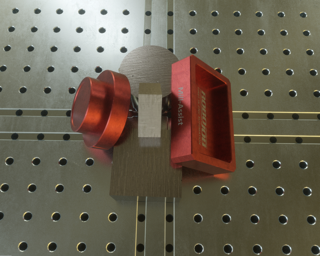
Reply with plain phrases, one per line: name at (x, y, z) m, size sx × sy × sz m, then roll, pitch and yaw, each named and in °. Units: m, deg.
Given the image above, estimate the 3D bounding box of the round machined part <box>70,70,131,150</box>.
round machined part at (-0.077, -0.024, 0.377) m, size 0.042 × 0.098 × 0.098 m, roll 14°, pitch 67°, yaw -31°

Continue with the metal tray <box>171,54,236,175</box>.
metal tray at (0.055, -0.014, 0.384) m, size 0.030 × 0.090 × 0.130 m, roll -17°, pitch 63°, yaw 40°

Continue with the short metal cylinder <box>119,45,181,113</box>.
short metal cylinder at (-0.012, -0.064, 0.421) m, size 0.081 × 0.050 × 0.080 m, roll 0°, pitch 70°, yaw 0°

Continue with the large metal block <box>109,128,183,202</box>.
large metal block at (-0.015, 0.047, 0.381) m, size 0.080 × 0.050 × 0.080 m, roll 2°, pitch 70°, yaw 1°

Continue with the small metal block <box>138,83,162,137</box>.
small metal block at (-0.012, -0.022, 0.361) m, size 0.025 × 0.050 × 0.050 m, roll 1°, pitch 112°, yaw -3°
